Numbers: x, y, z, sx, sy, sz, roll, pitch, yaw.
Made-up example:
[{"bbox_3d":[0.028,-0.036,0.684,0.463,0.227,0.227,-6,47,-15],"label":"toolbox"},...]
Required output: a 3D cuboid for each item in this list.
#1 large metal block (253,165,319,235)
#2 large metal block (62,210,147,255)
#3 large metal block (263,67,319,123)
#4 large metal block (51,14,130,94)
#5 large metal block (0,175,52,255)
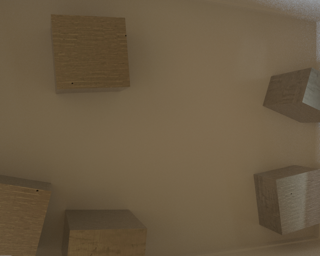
[{"bbox_3d":[0.195,0.105,0.469,0.081,0.050,0.080,-9,93,-20],"label":"large metal block"},{"bbox_3d":[-0.067,0.129,0.357,0.081,0.080,0.050,6,88,-20],"label":"large metal block"},{"bbox_3d":[0.217,-0.045,0.461,0.080,0.080,0.050,20,84,-19],"label":"large metal block"},{"bbox_3d":[-0.083,-0.084,0.366,0.081,0.050,0.079,-5,92,-20],"label":"large metal block"},{"bbox_3d":[-0.169,0.096,0.335,0.081,0.050,0.080,14,85,-20],"label":"large metal block"}]
